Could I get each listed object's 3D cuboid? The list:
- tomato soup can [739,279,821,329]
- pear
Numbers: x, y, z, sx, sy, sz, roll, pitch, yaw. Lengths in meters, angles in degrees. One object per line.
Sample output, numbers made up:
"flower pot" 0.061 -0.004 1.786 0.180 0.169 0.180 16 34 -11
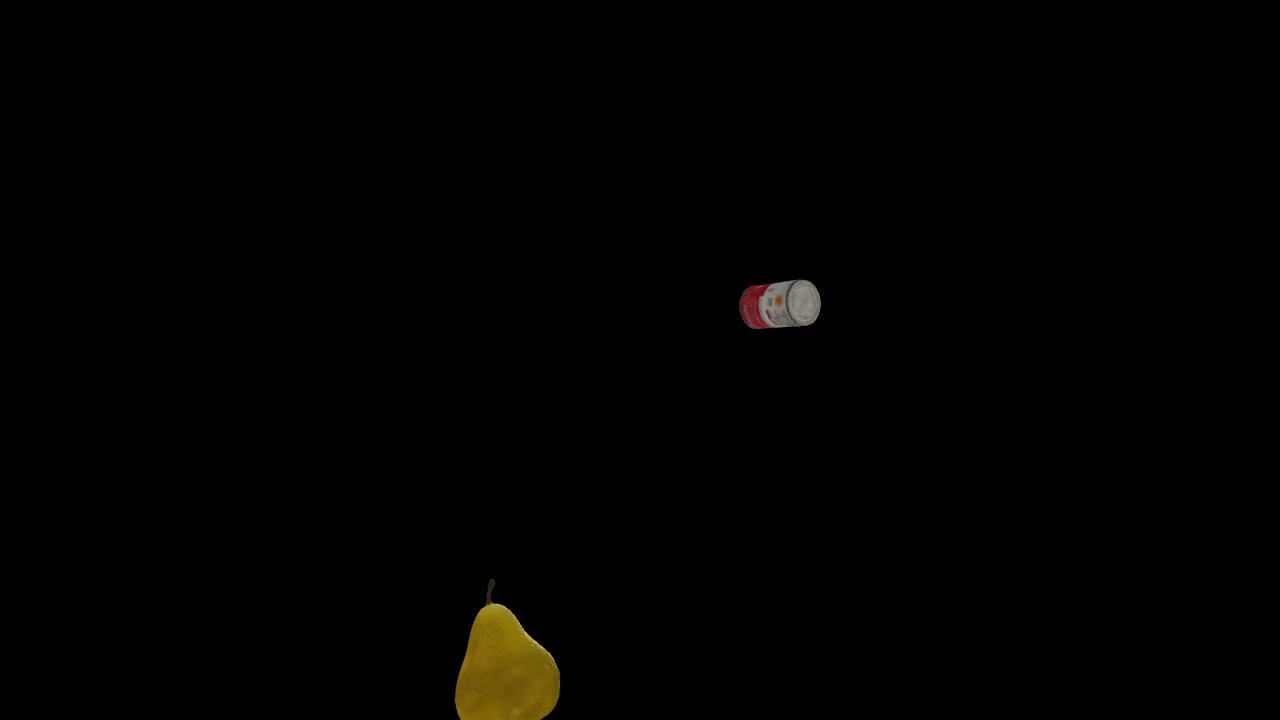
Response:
"tomato soup can" 0.203 -0.080 0.898 0.068 0.068 0.101 0 0 -31
"pear" -0.113 0.233 0.482 0.080 0.111 0.080 -26 -25 -13
